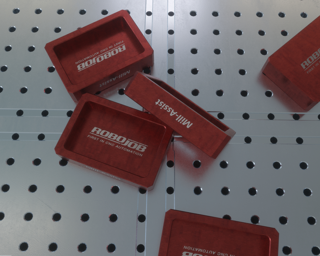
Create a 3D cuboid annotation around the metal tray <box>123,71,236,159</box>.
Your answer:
[{"bbox_3d":[0.028,-0.018,0.382,0.130,0.090,0.030,37,103,12],"label":"metal tray"}]

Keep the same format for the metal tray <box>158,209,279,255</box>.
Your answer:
[{"bbox_3d":[0.064,0.150,0.354,0.131,0.030,0.090,10,70,3],"label":"metal tray"}]

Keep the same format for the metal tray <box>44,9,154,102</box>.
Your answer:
[{"bbox_3d":[-0.085,-0.106,0.447,0.131,0.030,0.090,-28,73,-10],"label":"metal tray"}]

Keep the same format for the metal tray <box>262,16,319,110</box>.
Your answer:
[{"bbox_3d":[0.226,-0.098,0.446,0.130,0.030,0.090,-39,75,-13],"label":"metal tray"}]

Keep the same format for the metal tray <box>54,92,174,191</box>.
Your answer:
[{"bbox_3d":[-0.056,0.017,0.402,0.130,0.030,0.090,19,71,7],"label":"metal tray"}]
